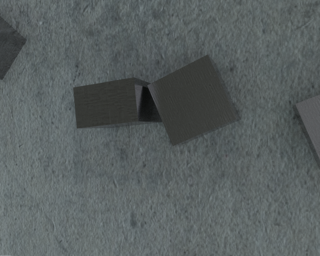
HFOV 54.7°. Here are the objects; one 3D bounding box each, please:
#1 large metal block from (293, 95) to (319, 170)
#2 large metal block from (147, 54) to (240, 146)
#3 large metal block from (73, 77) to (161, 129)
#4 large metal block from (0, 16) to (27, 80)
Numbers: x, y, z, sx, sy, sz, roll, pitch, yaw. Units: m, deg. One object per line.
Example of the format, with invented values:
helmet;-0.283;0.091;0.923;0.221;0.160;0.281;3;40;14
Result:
large metal block;0.198;-0.003;0.326;0.080;0.050;0.080;-23;83;18
large metal block;0.043;-0.031;0.380;0.080;0.050;0.080;-25;82;18
large metal block;-0.051;-0.028;0.397;0.080;0.080;0.050;-6;88;19
large metal block;-0.275;-0.135;0.490;0.080;0.050;0.080;41;103;15
